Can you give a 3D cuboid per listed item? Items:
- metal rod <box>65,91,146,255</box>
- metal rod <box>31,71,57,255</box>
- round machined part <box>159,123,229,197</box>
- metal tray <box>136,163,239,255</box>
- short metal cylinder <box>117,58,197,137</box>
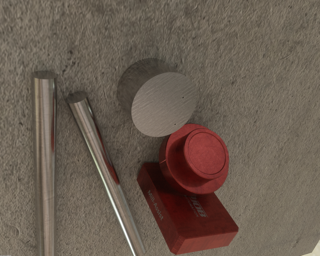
[{"bbox_3d":[-0.063,0.084,0.424,0.025,0.025,0.298,-24,127,-14],"label":"metal rod"},{"bbox_3d":[-0.139,0.077,0.378,0.025,0.025,0.298,-5,121,-26],"label":"metal rod"},{"bbox_3d":[0.051,0.039,0.410,0.099,0.098,0.042,-2,160,-28],"label":"round machined part"},{"bbox_3d":[0.033,0.100,0.417,0.091,0.130,0.030,4,123,-31],"label":"metal tray"},{"bbox_3d":[-0.005,-0.036,0.366,0.081,0.050,0.079,-14,124,-21],"label":"short metal cylinder"}]
